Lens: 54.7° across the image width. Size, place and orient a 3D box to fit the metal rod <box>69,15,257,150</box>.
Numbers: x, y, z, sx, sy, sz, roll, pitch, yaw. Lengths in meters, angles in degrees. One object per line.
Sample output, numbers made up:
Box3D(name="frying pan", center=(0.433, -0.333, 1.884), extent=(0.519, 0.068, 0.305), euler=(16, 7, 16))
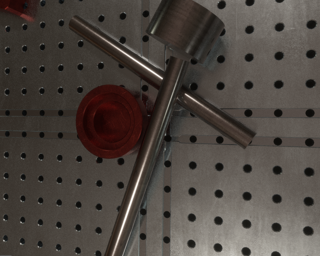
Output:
Box3D(name="metal rod", center=(-0.007, -0.069, 0.414), extent=(0.300, 0.025, 0.025), euler=(36, 101, 16))

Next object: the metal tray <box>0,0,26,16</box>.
Box3D(name="metal tray", center=(-0.275, -0.244, 0.505), extent=(0.130, 0.030, 0.089), euler=(19, 96, 18))

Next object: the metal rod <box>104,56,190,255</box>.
Box3D(name="metal rod", center=(-0.023, 0.055, 0.403), extent=(0.025, 0.025, 0.298), euler=(23, 103, 18))

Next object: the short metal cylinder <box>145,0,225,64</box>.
Box3D(name="short metal cylinder", center=(0.030, -0.118, 0.372), extent=(0.080, 0.080, 0.050), euler=(32, 101, 17))

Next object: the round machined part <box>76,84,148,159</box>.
Box3D(name="round machined part", center=(-0.061, -0.009, 0.424), extent=(0.098, 0.042, 0.097), euler=(0, 90, 19))
